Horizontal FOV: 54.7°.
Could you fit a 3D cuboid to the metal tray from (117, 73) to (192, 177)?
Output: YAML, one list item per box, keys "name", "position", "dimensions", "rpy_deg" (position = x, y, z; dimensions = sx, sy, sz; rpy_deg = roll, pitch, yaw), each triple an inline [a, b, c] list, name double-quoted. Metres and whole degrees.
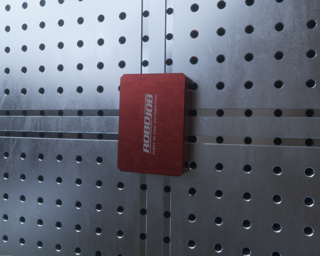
- name: "metal tray"
  position: [-0.008, -0.006, 0.411]
  dimensions: [0.090, 0.030, 0.129]
  rpy_deg: [2, 91, 19]
